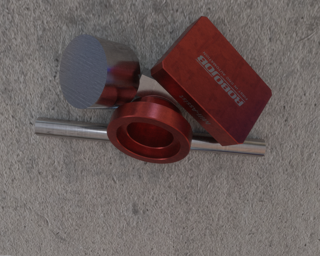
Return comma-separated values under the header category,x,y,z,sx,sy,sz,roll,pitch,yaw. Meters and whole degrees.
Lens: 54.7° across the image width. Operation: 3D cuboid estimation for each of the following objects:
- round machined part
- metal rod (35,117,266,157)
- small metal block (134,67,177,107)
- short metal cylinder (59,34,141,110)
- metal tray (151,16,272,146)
category,x,y,z,sx,sy,sz,roll,pitch,yaw
round machined part,-0.010,0.000,0.369,0.098,0.042,0.098,10,146,7
metal rod,-0.010,0.013,0.416,0.302,0.025,0.025,6,110,-3
small metal block,-0.002,-0.049,0.378,0.050,0.050,0.025,22,109,-8
short metal cylinder,-0.069,-0.061,0.353,0.080,0.050,0.079,1,92,37
metal tray,0.064,-0.052,0.362,0.130,0.030,0.090,43,66,-15
